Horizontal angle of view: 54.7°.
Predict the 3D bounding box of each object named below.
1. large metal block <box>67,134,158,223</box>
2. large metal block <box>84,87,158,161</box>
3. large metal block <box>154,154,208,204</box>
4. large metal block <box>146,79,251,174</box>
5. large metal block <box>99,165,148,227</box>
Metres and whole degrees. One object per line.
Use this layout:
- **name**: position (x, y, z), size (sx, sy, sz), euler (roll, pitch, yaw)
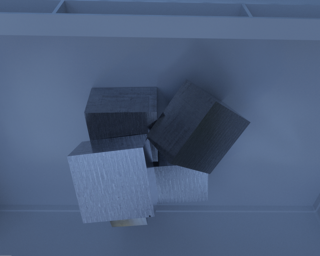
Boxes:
- **large metal block**: position (-0.049, 0.056, 0.352), size (0.080, 0.050, 0.079), euler (-7, 105, 6)
- **large metal block**: position (-0.043, -0.003, 0.388), size (0.081, 0.050, 0.079), euler (-1, 130, 0)
- **large metal block**: position (0.025, 0.062, 0.441), size (0.080, 0.050, 0.080), euler (-4, 130, 3)
- **large metal block**: position (0.045, 0.002, 0.359), size (0.080, 0.050, 0.080), euler (22, 108, -47)
- **large metal block**: position (-0.047, 0.082, 0.440), size (0.050, 0.080, 0.080), euler (-5, 130, 4)
